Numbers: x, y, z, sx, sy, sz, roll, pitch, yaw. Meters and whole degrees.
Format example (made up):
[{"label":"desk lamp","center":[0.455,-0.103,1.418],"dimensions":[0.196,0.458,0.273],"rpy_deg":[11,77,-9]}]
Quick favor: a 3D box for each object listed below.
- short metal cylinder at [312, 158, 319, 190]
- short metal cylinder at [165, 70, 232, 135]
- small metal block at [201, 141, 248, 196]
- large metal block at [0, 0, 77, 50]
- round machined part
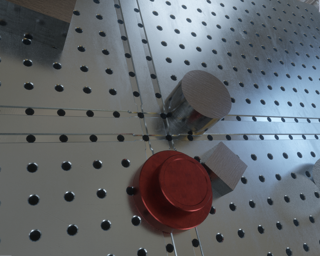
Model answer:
[{"label":"short metal cylinder","center":[0.294,0.071,0.491],"dimensions":[0.050,0.080,0.080],"rpy_deg":[-21,73,-36]},{"label":"short metal cylinder","center":[0.055,-0.036,0.446],"dimensions":[0.081,0.050,0.080],"rpy_deg":[14,56,-21]},{"label":"small metal block","center":[0.084,0.055,0.422],"dimensions":[0.050,0.025,0.050],"rpy_deg":[44,51,1]},{"label":"large metal block","center":[-0.156,-0.160,0.407],"dimensions":[0.081,0.050,0.080],"rpy_deg":[15,56,-20]},{"label":"round machined part","center":[0.021,0.070,0.368],"dimensions":[0.099,0.042,0.098],"rpy_deg":[14,56,-21]}]
